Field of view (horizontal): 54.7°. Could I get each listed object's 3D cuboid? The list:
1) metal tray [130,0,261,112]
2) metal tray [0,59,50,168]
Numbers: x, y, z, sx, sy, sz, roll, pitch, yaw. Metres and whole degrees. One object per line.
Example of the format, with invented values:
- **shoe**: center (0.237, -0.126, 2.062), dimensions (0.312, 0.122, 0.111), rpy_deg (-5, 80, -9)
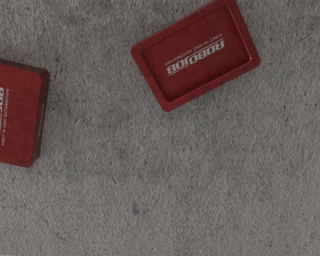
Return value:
- **metal tray**: center (0.042, -0.088, 0.374), dimensions (0.130, 0.030, 0.090), rpy_deg (-27, 108, 9)
- **metal tray**: center (-0.199, -0.020, 0.398), dimensions (0.091, 0.030, 0.129), rpy_deg (13, 110, -5)
